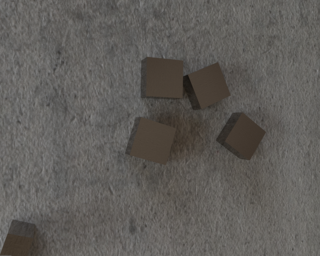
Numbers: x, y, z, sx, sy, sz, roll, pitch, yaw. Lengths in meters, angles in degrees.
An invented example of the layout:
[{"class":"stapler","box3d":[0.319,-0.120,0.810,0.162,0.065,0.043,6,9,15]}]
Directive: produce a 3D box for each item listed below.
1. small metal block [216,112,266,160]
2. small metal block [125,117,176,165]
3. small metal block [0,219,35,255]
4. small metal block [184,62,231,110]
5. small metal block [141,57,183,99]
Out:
[{"class":"small metal block","box3d":[0.119,0.012,0.455,0.050,0.025,0.050,37,78,-17]},{"class":"small metal block","box3d":[-0.012,0.017,0.406,0.050,0.025,0.050,18,84,-20]},{"class":"small metal block","box3d":[-0.159,0.134,0.338,0.025,0.050,0.050,20,83,-19]},{"class":"small metal block","box3d":[0.064,-0.058,0.434,0.050,0.025,0.050,-25,99,-19]},{"class":"small metal block","box3d":[0.002,-0.065,0.411,0.050,0.025,0.050,1,90,-21]}]
